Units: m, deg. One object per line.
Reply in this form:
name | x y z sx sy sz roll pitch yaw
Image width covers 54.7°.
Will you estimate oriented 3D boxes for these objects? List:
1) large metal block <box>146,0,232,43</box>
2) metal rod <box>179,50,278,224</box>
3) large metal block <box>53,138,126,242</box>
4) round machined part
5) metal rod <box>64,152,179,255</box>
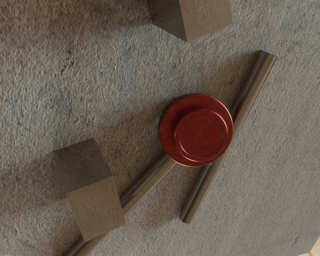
large metal block | 0.021 -0.139 0.298 0.050 0.080 0.080 -27 128 -12
metal rod | 0.097 0.026 0.478 0.025 0.025 0.298 9 114 -33
large metal block | -0.084 0.071 0.370 0.050 0.080 0.079 -19 126 -17
round machined part | 0.049 0.005 0.404 0.099 0.042 0.097 -2 103 -8
metal rod | -0.044 0.105 0.449 0.300 0.025 0.025 -46 130 4
